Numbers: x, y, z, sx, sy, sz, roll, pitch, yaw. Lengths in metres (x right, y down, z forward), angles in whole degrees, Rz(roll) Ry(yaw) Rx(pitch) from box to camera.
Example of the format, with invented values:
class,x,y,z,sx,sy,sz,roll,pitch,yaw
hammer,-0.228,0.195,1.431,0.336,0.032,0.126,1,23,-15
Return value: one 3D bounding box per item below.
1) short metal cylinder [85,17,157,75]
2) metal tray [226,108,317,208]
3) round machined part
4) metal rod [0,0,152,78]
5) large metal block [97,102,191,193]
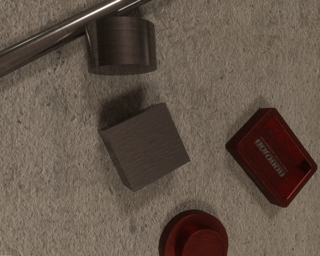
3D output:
class,x,y,z,sx,sy,sz,roll,pitch,yaw
short metal cylinder,-0.045,-0.093,0.364,0.081,0.080,0.050,-4,92,-20
metal tray,0.172,0.044,0.471,0.090,0.030,0.130,-44,104,-15
round machined part,0.051,0.165,0.421,0.099,0.042,0.097,0,90,-21
metal rod,-0.093,-0.126,0.374,0.302,0.025,0.025,-34,101,-17
large metal block,-0.021,0.022,0.389,0.081,0.050,0.080,-27,99,-18
